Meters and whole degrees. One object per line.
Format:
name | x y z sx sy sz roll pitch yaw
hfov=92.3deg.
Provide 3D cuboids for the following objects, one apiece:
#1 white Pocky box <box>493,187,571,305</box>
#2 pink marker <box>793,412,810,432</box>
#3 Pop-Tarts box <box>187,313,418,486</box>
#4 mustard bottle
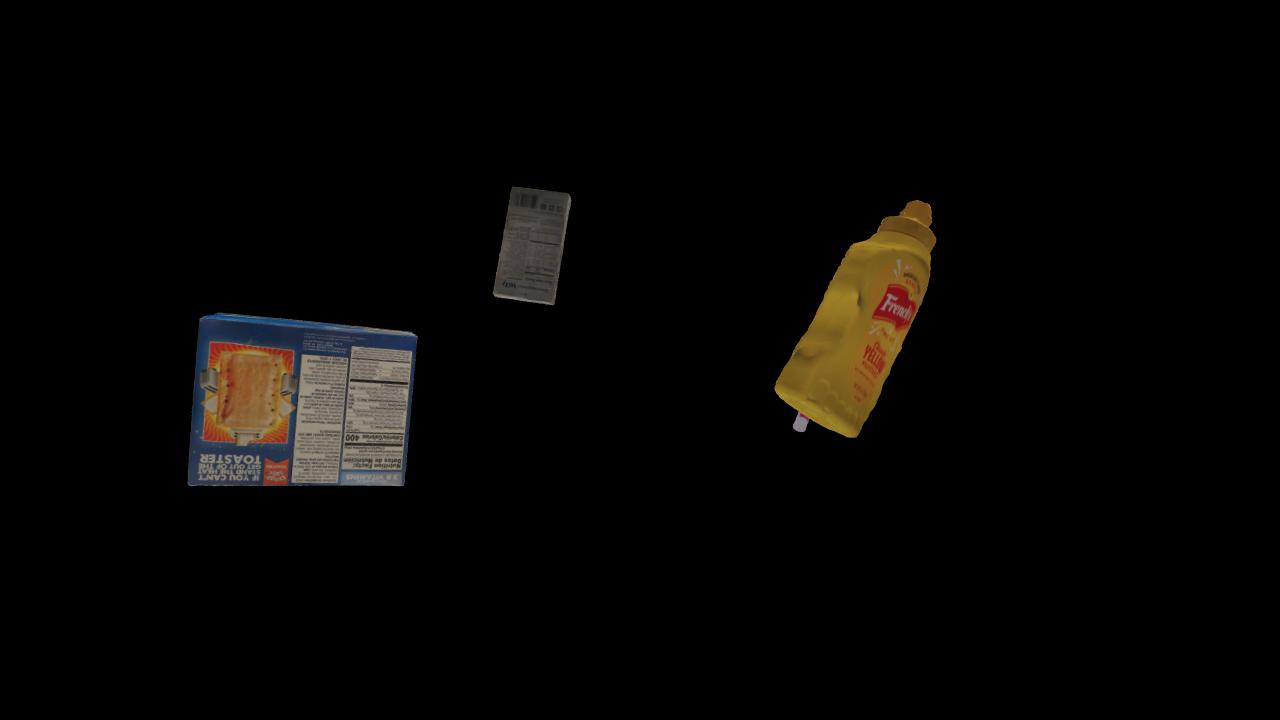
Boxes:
white Pocky box | -0.147 -0.157 0.843 0.084 0.154 0.028 8 -5 2
pink marker | 0.261 0.056 0.935 0.020 0.121 0.020 23 -30 14
Pop-Tarts box | -0.298 0.036 0.560 0.167 0.141 0.083 5 4 -23
mustard bottle | 0.172 -0.039 0.464 0.092 0.184 0.054 31 -5 -34
